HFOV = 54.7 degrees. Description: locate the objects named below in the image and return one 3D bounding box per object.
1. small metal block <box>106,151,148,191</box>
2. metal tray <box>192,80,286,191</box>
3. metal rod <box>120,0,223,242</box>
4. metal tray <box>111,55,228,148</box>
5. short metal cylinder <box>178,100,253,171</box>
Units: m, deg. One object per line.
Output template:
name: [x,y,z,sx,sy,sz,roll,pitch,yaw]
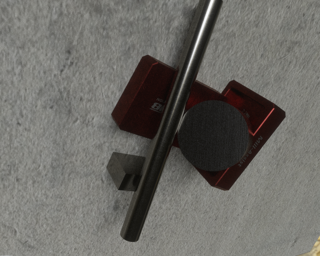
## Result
small metal block: [-0.037,0.058,0.409,0.050,0.050,0.025,13,112,-34]
metal tray: [0.095,0.008,0.425,0.030,0.090,0.129,26,104,-37]
metal rod: [0.009,-0.001,0.363,0.025,0.025,0.298,11,104,-34]
metal tray: [0.016,-0.026,0.398,0.131,0.030,0.090,20,108,-36]
short metal cylinder: [0.067,0.009,0.369,0.080,0.080,0.050,-56,161,11]
